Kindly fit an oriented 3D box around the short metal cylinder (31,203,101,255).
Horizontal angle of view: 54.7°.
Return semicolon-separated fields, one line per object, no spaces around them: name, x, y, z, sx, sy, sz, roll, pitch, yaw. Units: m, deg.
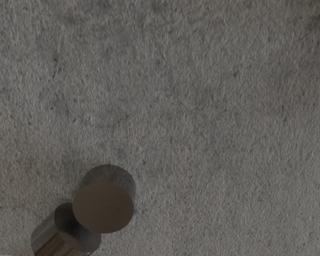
short metal cylinder;-0.130;0.153;0.435;0.080;0.080;0.050;43;104;-14

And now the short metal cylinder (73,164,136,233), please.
short metal cylinder;-0.075;0.098;0.432;0.081;0.050;0.079;0;110;-1
